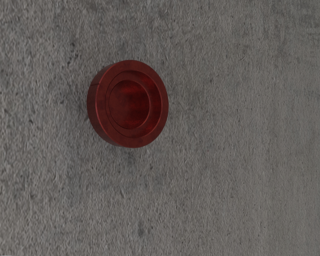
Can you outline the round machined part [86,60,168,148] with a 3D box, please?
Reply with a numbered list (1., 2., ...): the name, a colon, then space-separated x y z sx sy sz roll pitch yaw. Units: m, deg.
1. round machined part: -0.040 -0.027 0.359 0.099 0.042 0.097 0 90 -40
